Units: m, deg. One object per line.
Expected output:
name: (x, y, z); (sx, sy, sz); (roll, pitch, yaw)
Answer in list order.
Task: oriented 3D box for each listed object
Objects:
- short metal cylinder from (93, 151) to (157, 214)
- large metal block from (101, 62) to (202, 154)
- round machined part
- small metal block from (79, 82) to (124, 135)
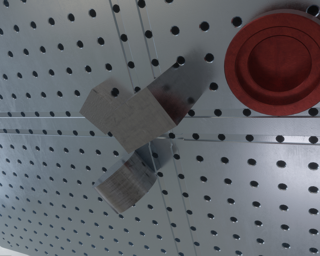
short metal cylinder: (-0.051, 0.077, 0.450); (0.080, 0.080, 0.050); (-35, 99, 38)
large metal block: (-0.008, -0.024, 0.365); (0.080, 0.080, 0.050); (-31, 101, 38)
round machined part: (0.116, -0.064, 0.299); (0.098, 0.042, 0.097); (13, 124, 21)
small metal block: (-0.079, -0.027, 0.436); (0.050, 0.025, 0.050); (40, 129, 0)
